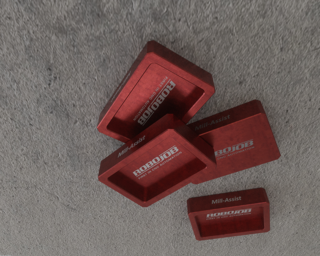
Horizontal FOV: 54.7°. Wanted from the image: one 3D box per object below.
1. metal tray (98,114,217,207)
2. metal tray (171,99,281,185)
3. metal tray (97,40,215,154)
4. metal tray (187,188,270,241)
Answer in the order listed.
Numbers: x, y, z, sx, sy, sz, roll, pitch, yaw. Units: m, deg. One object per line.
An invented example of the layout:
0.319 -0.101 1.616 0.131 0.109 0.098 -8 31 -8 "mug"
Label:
-0.005 0.048 0.404 0.130 0.030 0.090 -35 122 26 "metal tray"
0.087 0.024 0.425 0.130 0.030 0.090 -21 127 16 "metal tray"
-0.008 -0.030 0.378 0.090 0.030 0.129 26 125 -21 "metal tray"
0.119 0.150 0.532 0.131 0.030 0.090 -10 130 8 "metal tray"
